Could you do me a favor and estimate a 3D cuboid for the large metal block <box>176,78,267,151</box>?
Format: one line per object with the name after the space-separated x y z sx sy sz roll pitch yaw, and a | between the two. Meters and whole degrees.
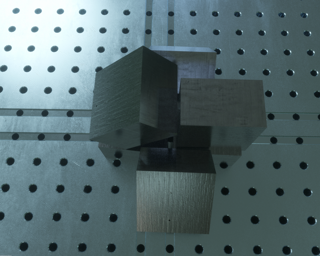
0.060 -0.011 0.334 0.080 0.080 0.050 2 70 0 | large metal block

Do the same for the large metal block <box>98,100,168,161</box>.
-0.028 -0.002 0.400 0.080 0.050 0.080 7 70 2 | large metal block

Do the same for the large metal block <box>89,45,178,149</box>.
-0.028 -0.028 0.331 0.080 0.050 0.080 -17 63 42 | large metal block

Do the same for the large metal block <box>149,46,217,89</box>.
0.026 -0.078 0.403 0.080 0.080 0.050 2 108 1 | large metal block

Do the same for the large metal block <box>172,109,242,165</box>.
0.057 0.001 0.398 0.080 0.050 0.080 3 70 1 | large metal block

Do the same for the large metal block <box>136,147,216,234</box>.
0.016 0.070 0.351 0.080 0.050 0.079 2 115 1 | large metal block
